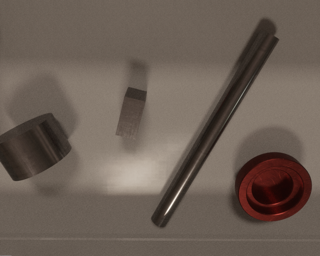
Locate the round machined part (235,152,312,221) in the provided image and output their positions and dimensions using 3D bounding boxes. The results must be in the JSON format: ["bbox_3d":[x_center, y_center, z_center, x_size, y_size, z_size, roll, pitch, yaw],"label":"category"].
[{"bbox_3d":[0.154,0.078,0.433,0.099,0.042,0.097,0,110,-1],"label":"round machined part"}]

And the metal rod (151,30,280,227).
[{"bbox_3d":[0.065,0.014,0.417,0.025,0.025,0.298,25,108,-9],"label":"metal rod"}]

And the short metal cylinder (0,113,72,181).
[{"bbox_3d":[-0.160,0.022,0.388,0.080,0.080,0.050,-22,109,7],"label":"short metal cylinder"}]

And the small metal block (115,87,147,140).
[{"bbox_3d":[-0.035,-0.020,0.390,0.025,0.050,0.050,14,110,-6],"label":"small metal block"}]
